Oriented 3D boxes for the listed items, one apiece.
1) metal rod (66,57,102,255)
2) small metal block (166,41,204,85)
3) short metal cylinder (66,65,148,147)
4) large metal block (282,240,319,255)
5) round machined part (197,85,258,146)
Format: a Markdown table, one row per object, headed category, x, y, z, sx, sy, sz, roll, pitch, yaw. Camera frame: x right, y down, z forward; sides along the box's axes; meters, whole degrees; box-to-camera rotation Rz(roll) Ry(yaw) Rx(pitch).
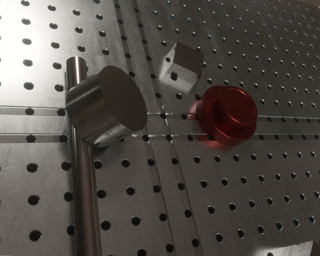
| category | x | y | z | sx | sy | sz | roll | pitch | yaw |
| --- | --- | --- | --- | --- | --- | --- | --- | --- | --- |
| metal rod | -0.083 | 0.047 | 0.335 | 0.025 | 0.025 | 0.299 | 3 | 60 | -27 |
| small metal block | 0.040 | -0.104 | 0.495 | 0.050 | 0.025 | 0.050 | 22 | 54 | -16 |
| short metal cylinder | -0.059 | -0.024 | 0.355 | 0.080 | 0.050 | 0.080 | 42 | 34 | -38 |
| large metal block | 0.187 | 0.199 | 0.374 | 0.080 | 0.050 | 0.080 | 42 | 51 | 0 |
| round machined part | 0.109 | -0.026 | 0.474 | 0.099 | 0.042 | 0.098 | 14 | 56 | -21 |
